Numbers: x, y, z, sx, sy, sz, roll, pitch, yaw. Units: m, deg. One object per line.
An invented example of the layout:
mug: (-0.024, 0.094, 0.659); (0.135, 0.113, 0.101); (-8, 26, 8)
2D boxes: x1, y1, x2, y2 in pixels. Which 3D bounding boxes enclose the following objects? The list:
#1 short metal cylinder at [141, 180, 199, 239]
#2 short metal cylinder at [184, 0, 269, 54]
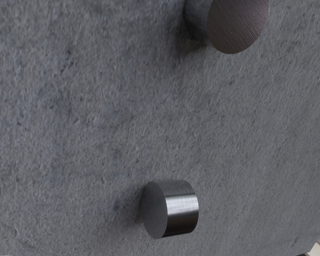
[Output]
short metal cylinder: (0.012, 0.117, 0.452); (0.050, 0.080, 0.079); (2, 118, -30)
short metal cylinder: (0.074, -0.130, 0.352); (0.081, 0.050, 0.079); (-14, 125, -21)
